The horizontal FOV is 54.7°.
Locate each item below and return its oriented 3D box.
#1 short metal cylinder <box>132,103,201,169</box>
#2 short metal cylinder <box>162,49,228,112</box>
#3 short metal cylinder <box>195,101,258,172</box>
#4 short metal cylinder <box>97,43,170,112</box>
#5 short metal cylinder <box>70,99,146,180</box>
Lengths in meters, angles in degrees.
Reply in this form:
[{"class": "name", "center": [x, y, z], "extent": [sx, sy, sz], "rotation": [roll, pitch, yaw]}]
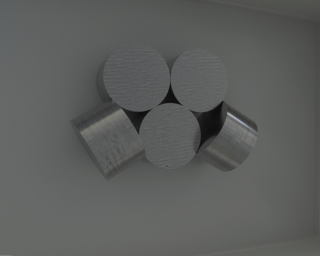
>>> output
[{"class": "short metal cylinder", "center": [0.005, 0.009, 0.397], "extent": [0.081, 0.050, 0.080], "rotation": [0, 90, -20]}, {"class": "short metal cylinder", "center": [0.042, -0.060, 0.411], "extent": [0.081, 0.050, 0.080], "rotation": [0, 90, -20]}, {"class": "short metal cylinder", "center": [0.081, 0.011, 0.409], "extent": [0.050, 0.080, 0.080], "rotation": [31, 80, -17]}, {"class": "short metal cylinder", "center": [-0.034, -0.059, 0.383], "extent": [0.081, 0.050, 0.080], "rotation": [0, 90, -20]}, {"class": "short metal cylinder", "center": [-0.060, 0.013, 0.358], "extent": [0.050, 0.080, 0.080], "rotation": [-32, 101, -17]}]
